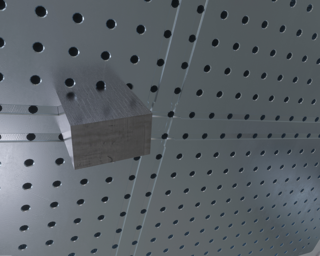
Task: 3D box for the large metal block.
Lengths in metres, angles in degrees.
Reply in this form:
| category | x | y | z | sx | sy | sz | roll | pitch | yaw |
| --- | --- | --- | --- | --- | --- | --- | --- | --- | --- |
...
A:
| category | x | y | z | sx | sy | sz | roll | pitch | yaw |
| --- | --- | --- | --- | --- | --- | --- | --- | --- | --- |
| large metal block | -0.062 | -0.006 | 0.337 | 0.081 | 0.080 | 0.050 | -10 | 123 | -23 |
